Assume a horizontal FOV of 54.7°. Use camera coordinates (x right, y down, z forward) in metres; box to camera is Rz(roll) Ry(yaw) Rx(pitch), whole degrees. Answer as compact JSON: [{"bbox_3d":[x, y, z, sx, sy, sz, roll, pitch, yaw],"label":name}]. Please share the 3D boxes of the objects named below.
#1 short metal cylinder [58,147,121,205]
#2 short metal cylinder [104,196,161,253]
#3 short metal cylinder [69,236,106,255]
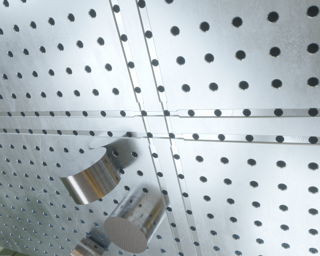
[{"bbox_3d":[-0.107,0.072,0.477,0.080,0.080,0.050,-13,112,33],"label":"short metal cylinder"},{"bbox_3d":[-0.046,0.162,0.520,0.080,0.050,0.079,13,124,21],"label":"short metal cylinder"},{"bbox_3d":[-0.152,0.266,0.620,0.050,0.080,0.079,32,129,7],"label":"short metal cylinder"}]
